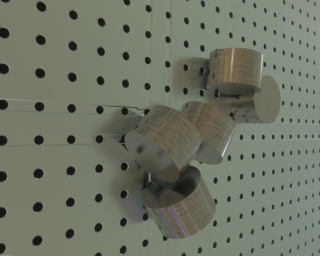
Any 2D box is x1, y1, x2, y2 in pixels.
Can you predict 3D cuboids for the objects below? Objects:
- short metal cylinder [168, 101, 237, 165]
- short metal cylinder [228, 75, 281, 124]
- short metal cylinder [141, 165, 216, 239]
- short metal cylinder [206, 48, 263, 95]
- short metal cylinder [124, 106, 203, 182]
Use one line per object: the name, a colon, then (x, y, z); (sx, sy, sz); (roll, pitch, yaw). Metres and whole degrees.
short metal cylinder: (0.056, 0.008, 0.420); (0.080, 0.080, 0.050); (42, 64, -32)
short metal cylinder: (0.161, -0.047, 0.527); (0.081, 0.050, 0.079); (0, 90, -40)
short metal cylinder: (0.024, 0.092, 0.393); (0.080, 0.080, 0.050); (-41, 115, -32)
short metal cylinder: (0.113, -0.083, 0.467); (0.081, 0.080, 0.050); (10, 84, -40)
short metal cylinder: (0.004, 0.020, 0.376); (0.050, 0.080, 0.080); (-47, 118, -29)
